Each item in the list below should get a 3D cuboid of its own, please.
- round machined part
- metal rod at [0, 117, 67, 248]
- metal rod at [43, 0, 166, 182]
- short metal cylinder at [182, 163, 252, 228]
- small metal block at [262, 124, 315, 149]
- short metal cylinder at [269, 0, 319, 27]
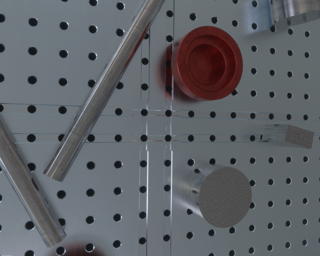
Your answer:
[{"bbox_3d":[0.061,-0.085,0.426,0.099,0.042,0.097,0,90,-20],"label":"round machined part"},{"bbox_3d":[-0.186,0.000,0.343,0.025,0.025,0.299,-28,100,-18],"label":"metal rod"},{"bbox_3d":[-0.058,-0.072,0.390,0.025,0.025,0.299,31,80,-18],"label":"metal rod"},{"bbox_3d":[0.078,0.091,0.428,0.081,0.050,0.080,0,90,-20],"label":"short metal cylinder"},{"bbox_3d":[0.194,0.013,0.470,0.050,0.050,0.025,15,85,-20],"label":"small metal block"},{"bbox_3d":[0.205,-0.186,0.458,0.081,0.080,0.050,-11,94,-20],"label":"short metal cylinder"}]
